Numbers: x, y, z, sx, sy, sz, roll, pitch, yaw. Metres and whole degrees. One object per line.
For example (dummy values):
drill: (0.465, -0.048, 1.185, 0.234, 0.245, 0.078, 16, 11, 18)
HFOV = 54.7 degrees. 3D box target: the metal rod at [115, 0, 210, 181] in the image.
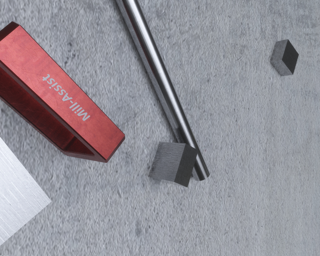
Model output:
metal rod: (0.004, -0.057, 0.409, 0.025, 0.025, 0.299, -38, 114, -34)

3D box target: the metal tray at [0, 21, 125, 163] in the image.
metal tray: (-0.102, -0.023, 0.277, 0.130, 0.090, 0.030, 50, 61, -29)

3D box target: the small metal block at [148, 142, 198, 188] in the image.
small metal block: (0.017, 0.047, 0.405, 0.025, 0.050, 0.050, 30, 72, -37)

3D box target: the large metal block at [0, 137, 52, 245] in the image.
large metal block: (-0.156, 0.056, 0.259, 0.080, 0.050, 0.080, -43, 116, -32)

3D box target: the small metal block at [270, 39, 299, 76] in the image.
small metal block: (0.248, -0.139, 0.616, 0.050, 0.025, 0.050, 35, 68, -35)
